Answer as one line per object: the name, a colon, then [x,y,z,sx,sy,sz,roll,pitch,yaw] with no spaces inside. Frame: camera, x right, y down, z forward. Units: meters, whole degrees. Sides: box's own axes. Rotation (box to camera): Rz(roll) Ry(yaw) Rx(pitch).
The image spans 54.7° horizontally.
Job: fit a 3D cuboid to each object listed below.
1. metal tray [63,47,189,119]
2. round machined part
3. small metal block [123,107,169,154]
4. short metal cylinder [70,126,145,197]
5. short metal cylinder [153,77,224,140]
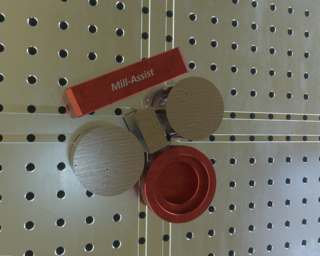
metal tray: [-0.043,-0.050,0.358,0.131,0.090,0.030,-25,99,-18]
round machined part: [0.021,0.071,0.407,0.099,0.042,0.097,0,90,-20]
small metal block: [-0.018,0.002,0.388,0.025,0.050,0.050,-27,99,-18]
short metal cylinder: [-0.064,0.037,0.372,0.081,0.050,0.079,0,90,-20]
short metal cylinder: [0.036,-0.024,0.409,0.081,0.050,0.079,0,90,-20]
